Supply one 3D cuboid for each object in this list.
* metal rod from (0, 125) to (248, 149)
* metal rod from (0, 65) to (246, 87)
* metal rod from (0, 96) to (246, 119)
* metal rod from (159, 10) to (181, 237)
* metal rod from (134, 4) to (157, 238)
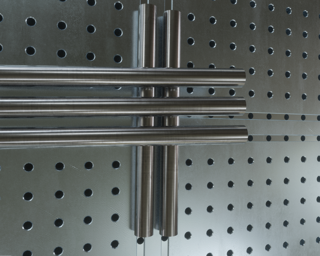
[{"bbox_3d":[-0.038,0.010,0.377,0.302,0.025,0.025,-1,90,-12],"label":"metal rod"},{"bbox_3d":[-0.040,-0.062,0.376,0.302,0.025,0.025,-2,91,-12],"label":"metal rod"},{"bbox_3d":[-0.039,-0.026,0.377,0.302,0.025,0.025,-1,91,-12],"label":"metal rod"},{"bbox_3d":[0.014,-0.006,0.419,0.025,0.025,0.298,1,90,-20],"label":"metal rod"},{"bbox_3d":[-0.019,-0.010,0.407,0.025,0.025,0.298,1,90,-20],"label":"metal rod"}]
